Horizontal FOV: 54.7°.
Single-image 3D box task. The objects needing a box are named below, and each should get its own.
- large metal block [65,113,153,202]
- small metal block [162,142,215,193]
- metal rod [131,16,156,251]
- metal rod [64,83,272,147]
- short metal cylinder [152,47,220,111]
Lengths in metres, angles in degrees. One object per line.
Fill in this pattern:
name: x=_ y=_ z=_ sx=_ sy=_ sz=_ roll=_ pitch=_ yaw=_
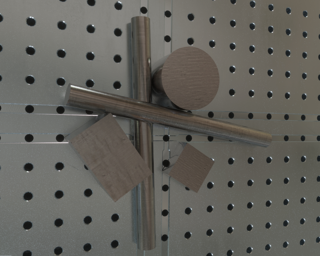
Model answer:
large metal block: x=-0.063 y=0.031 z=0.360 sx=0.050 sy=0.080 sz=0.080 roll=-37 pitch=102 yaw=-16
small metal block: x=0.039 y=0.054 z=0.429 sx=0.050 sy=0.025 sz=0.050 roll=35 pitch=79 yaw=-17
metal rod: x=-0.022 y=0.007 z=0.406 sx=0.025 sy=0.025 sz=0.298 roll=-2 pitch=91 yaw=-20
metal rod: x=0.031 y=-0.009 z=0.405 sx=0.302 sy=0.025 sz=0.025 roll=12 pitch=86 yaw=-28
short metal cylinder: x=0.031 y=-0.062 z=0.412 sx=0.081 sy=0.050 sz=0.079 roll=0 pitch=90 yaw=-21
